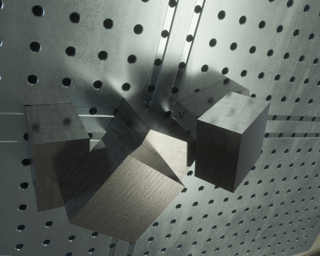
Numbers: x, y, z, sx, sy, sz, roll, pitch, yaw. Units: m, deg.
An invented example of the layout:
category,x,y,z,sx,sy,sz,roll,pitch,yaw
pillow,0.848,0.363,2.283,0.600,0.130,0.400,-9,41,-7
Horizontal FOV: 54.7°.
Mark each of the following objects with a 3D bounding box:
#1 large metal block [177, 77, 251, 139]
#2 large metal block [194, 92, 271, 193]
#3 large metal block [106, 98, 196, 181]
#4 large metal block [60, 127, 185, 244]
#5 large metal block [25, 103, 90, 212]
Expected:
category,x,y,z,sx,sy,sz,roll,pitch,yaw
large metal block,0.079,-0.013,0.432,0.080,0.050,0.080,-27,128,-12
large metal block,0.084,0.014,0.363,0.080,0.050,0.079,-37,137,-42
large metal block,-0.009,0.014,0.380,0.080,0.080,0.050,20,108,-36
large metal block,-0.037,0.059,0.307,0.080,0.050,0.080,-49,129,6
large metal block,-0.111,0.028,0.332,0.050,0.080,0.079,-6,121,-26
